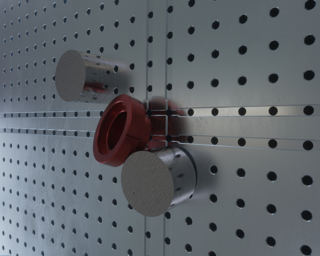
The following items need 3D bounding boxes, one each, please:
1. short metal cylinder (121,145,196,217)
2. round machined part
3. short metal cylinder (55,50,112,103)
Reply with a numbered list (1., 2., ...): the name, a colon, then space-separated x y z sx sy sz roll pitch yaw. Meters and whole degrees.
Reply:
1. short metal cylinder: -0.002 0.065 0.390 0.080 0.050 0.079 4 97 36
2. round machined part: -0.048 0.007 0.423 0.098 0.042 0.098 -33 45 41
3. short metal cylinder: -0.123 -0.080 0.494 0.080 0.050 0.079 0 90 40
